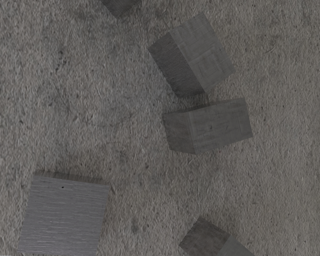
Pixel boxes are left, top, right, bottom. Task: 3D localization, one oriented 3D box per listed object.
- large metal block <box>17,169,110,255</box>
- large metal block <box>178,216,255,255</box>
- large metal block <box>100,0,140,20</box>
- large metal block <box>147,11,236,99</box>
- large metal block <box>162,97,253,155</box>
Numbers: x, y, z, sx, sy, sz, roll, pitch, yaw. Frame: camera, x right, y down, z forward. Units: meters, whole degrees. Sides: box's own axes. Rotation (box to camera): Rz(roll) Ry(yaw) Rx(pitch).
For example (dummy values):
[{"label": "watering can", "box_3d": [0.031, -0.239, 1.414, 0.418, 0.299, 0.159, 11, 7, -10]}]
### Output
[{"label": "large metal block", "box_3d": [-0.110, 0.096, 0.355, 0.081, 0.050, 0.080, 12, 86, -20]}, {"label": "large metal block", "box_3d": [0.084, 0.172, 0.411, 0.080, 0.080, 0.050, 43, 77, -15]}, {"label": "large metal block", "box_3d": [-0.052, -0.186, 0.360, 0.050, 0.080, 0.080, -46, 105, -14]}, {"label": "large metal block", "box_3d": [0.037, -0.088, 0.393, 0.050, 0.080, 0.080, -36, 102, -16]}, {"label": "large metal block", "box_3d": [0.058, -0.004, 0.401, 0.081, 0.080, 0.050, -15, 95, -19]}]
